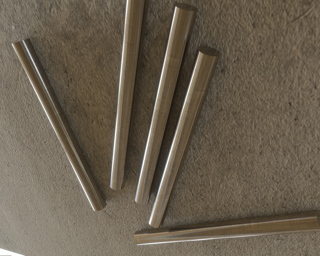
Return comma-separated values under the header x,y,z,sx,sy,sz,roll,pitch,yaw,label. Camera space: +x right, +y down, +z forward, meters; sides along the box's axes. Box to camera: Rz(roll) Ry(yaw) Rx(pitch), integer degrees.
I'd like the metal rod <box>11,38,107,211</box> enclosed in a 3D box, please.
x,y,z,sx,sy,sz,roll,pitch,yaw,label
-0.151,0.008,0.491,0.025,0.025,0.298,-5,116,30,metal rod

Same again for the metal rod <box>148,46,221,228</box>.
x,y,z,sx,sy,sz,roll,pitch,yaw,label
0.023,0.035,0.416,0.025,0.025,0.298,24,127,13,metal rod

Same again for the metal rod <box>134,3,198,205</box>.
x,y,z,sx,sy,sz,roll,pitch,yaw,label
-0.001,-0.006,0.403,0.025,0.025,0.298,23,127,14,metal rod

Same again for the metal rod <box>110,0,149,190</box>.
x,y,z,sx,sy,sz,roll,pitch,yaw,label
-0.045,-0.028,0.413,0.025,0.025,0.298,22,127,15,metal rod

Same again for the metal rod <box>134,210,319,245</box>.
x,y,z,sx,sy,sz,roll,pitch,yaw,label
0.078,0.152,0.459,0.300,0.025,0.025,-20,108,35,metal rod
